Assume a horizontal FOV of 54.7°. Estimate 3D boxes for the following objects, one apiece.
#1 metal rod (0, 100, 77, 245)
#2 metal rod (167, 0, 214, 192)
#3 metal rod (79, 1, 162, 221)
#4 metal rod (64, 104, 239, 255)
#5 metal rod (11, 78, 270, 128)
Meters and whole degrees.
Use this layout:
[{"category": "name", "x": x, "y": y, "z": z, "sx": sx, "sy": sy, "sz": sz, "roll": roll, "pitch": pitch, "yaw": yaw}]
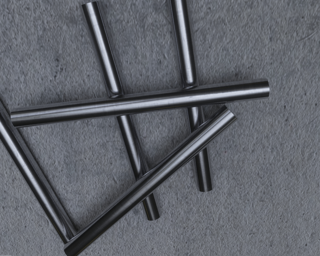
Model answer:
[{"category": "metal rod", "x": -0.189, "y": 0.039, "z": 0.422, "sx": 0.025, "sy": 0.025, "sz": 0.299, "roll": -20, "pitch": 109, "yaw": 7}, {"category": "metal rod", "x": 0.038, "y": -0.053, "z": 0.390, "sx": 0.025, "sy": 0.025, "sz": 0.298, "roll": -10, "pitch": 110, "yaw": 3}, {"category": "metal rod", "x": -0.045, "y": -0.007, "z": 0.406, "sx": 0.025, "sy": 0.025, "sz": 0.298, "roll": -13, "pitch": 110, "yaw": 5}, {"category": "metal rod", "x": -0.021, "y": 0.078, "z": 0.410, "sx": 0.299, "sy": 0.025, "sz": 0.025, "roll": -42, "pitch": 105, "yaw": 14}, {"category": "metal rod", "x": -0.025, "y": -0.029, "z": 0.370, "sx": 0.302, "sy": 0.025, "sz": 0.025, "roll": -7, "pitch": 110, "yaw": 2}]
